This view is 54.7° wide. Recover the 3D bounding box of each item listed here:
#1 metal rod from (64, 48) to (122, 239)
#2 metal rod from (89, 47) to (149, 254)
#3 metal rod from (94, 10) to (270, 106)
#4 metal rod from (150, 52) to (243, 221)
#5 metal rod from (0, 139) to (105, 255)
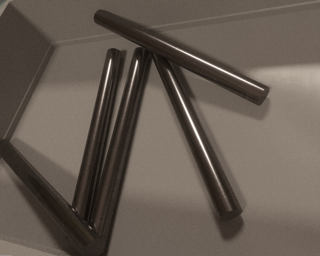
[{"bbox_3d":[-0.090,0.005,0.448,0.025,0.025,0.299,-8,58,23],"label":"metal rod"},{"bbox_3d":[-0.053,0.011,0.424,0.025,0.025,0.299,-4,60,26],"label":"metal rod"},{"bbox_3d":[0.012,-0.110,0.436,0.300,0.025,0.025,33,80,29],"label":"metal rod"},{"bbox_3d":[0.031,-0.025,0.403,0.025,0.025,0.299,-28,52,10],"label":"metal rod"},{"bbox_3d":[-0.166,0.078,0.421,0.300,0.025,0.025,25,75,43],"label":"metal rod"}]
